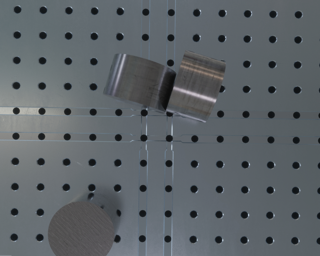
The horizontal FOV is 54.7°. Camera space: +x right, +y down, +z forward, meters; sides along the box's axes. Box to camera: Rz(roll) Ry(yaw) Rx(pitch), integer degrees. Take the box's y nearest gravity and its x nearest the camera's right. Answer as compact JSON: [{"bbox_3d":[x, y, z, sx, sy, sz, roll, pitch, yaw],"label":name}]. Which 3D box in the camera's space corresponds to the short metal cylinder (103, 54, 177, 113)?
[{"bbox_3d":[-0.025,-0.054,0.386,0.080,0.080,0.050,16,90,0],"label":"short metal cylinder"}]

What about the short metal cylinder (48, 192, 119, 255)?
[{"bbox_3d":[-0.096,0.128,0.400,0.081,0.050,0.079,0,90,0],"label":"short metal cylinder"}]

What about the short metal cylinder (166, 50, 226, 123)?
[{"bbox_3d":[0.043,-0.051,0.386,0.050,0.080,0.080,18,90,0],"label":"short metal cylinder"}]
